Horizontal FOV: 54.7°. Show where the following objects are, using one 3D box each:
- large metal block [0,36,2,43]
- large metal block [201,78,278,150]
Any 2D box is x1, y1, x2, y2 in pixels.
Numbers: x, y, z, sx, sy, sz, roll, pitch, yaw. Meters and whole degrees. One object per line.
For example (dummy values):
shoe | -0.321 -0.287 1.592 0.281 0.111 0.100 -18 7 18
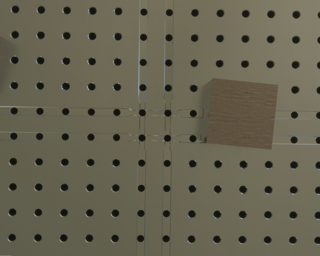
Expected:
large metal block | -0.266 -0.099 0.397 0.080 0.050 0.080 19 90 -1
large metal block | 0.100 -0.017 0.402 0.081 0.050 0.079 6 90 -1
